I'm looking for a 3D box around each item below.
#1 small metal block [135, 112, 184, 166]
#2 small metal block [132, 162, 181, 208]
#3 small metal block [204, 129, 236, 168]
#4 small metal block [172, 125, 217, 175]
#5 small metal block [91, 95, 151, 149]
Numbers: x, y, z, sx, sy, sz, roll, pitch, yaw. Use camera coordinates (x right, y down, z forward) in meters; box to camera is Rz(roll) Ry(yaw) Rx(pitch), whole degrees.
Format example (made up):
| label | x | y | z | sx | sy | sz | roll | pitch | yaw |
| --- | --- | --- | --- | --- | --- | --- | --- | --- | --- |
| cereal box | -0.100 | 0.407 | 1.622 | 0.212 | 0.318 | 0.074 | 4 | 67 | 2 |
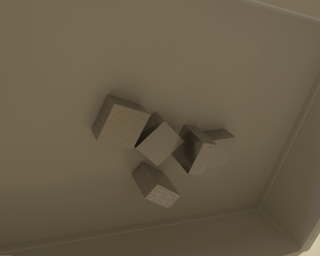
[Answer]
| label | x | y | z | sx | sy | sz | roll | pitch | yaw |
| --- | --- | --- | --- | --- | --- | --- | --- | --- | --- |
| small metal block | -0.004 | 0.016 | 0.414 | 0.050 | 0.025 | 0.050 | -43 | 130 | 1 |
| small metal block | -0.006 | 0.081 | 0.438 | 0.025 | 0.050 | 0.050 | -49 | 130 | 7 |
| small metal block | 0.082 | 0.032 | 0.473 | 0.050 | 0.025 | 0.050 | -6 | 121 | -26 |
| small metal block | 0.047 | 0.031 | 0.437 | 0.025 | 0.050 | 0.050 | 10 | 114 | -34 |
| small metal block | -0.048 | -0.006 | 0.377 | 0.050 | 0.025 | 0.050 | 16 | 110 | -35 |
